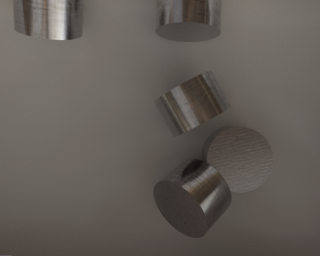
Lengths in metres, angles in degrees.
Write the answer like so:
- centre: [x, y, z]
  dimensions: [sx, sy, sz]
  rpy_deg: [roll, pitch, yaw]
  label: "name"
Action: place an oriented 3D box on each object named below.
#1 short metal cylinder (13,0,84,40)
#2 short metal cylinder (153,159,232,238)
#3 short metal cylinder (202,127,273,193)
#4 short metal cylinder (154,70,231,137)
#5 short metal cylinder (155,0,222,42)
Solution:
- centre: [-0.134, -0.143, 0.376]
  dimensions: [0.080, 0.080, 0.050]
  rpy_deg: [11, 118, 0]
  label: "short metal cylinder"
- centre: [0.039, 0.084, 0.377]
  dimensions: [0.050, 0.080, 0.080]
  rpy_deg: [-34, 90, -38]
  label: "short metal cylinder"
- centre: [0.097, 0.038, 0.399]
  dimensions: [0.081, 0.050, 0.080]
  rpy_deg: [0, 90, 0]
  label: "short metal cylinder"
- centre: [0.040, -0.030, 0.384]
  dimensions: [0.080, 0.080, 0.050]
  rpy_deg: [-29, 90, 0]
  label: "short metal cylinder"
- centre: [0.036, -0.143, 0.384]
  dimensions: [0.081, 0.080, 0.050]
  rpy_deg: [2, 90, 0]
  label: "short metal cylinder"
